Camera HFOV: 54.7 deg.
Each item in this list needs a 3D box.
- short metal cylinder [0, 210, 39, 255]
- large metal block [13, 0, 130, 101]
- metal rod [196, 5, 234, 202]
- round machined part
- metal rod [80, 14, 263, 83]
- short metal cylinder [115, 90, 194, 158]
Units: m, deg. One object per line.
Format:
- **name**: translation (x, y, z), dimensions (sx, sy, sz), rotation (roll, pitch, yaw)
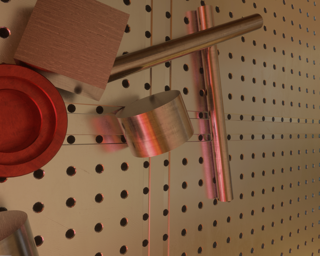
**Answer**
- **short metal cylinder**: translation (-0.144, 0.109, 0.253), dimensions (0.081, 0.080, 0.050), rotation (-19, 102, -38)
- **large metal block**: translation (-0.084, -0.081, 0.304), dimensions (0.080, 0.050, 0.080), rotation (19, 77, -14)
- **metal rod**: translation (0.086, -0.033, 0.480), dimensions (0.025, 0.025, 0.298), rotation (-13, 98, -39)
- **round machined part**: translation (-0.139, -0.006, 0.281), dimensions (0.099, 0.042, 0.097), rotation (0, 90, -40)
- **metal rod**: translation (0.034, -0.110, 0.414), dimensions (0.302, 0.025, 0.025), rotation (-26, 107, -30)
- **short metal cylinder**: translation (-0.006, -0.007, 0.368), dimensions (0.081, 0.080, 0.050), rotation (-33, 111, -35)
